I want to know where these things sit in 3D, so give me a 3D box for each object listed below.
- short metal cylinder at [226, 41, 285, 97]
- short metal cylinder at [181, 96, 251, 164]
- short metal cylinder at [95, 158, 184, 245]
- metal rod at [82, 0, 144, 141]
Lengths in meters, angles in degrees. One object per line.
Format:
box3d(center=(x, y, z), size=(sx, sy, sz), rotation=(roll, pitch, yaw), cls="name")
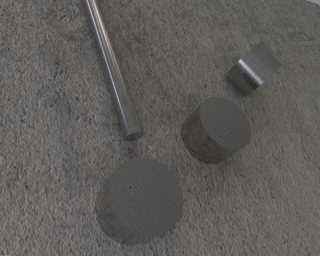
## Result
box3d(center=(0.156, -0.097, 0.512), size=(0.050, 0.080, 0.080), rotation=(48, 51, 5), cls="short metal cylinder")
box3d(center=(0.077, 0.004, 0.427), size=(0.081, 0.050, 0.080), rotation=(14, 56, -21), cls="short metal cylinder")
box3d(center=(-0.022, 0.078, 0.328), size=(0.081, 0.050, 0.080), rotation=(14, 56, -21), cls="short metal cylinder")
box3d(center=(-0.078, -0.120, 0.434), size=(0.025, 0.025, 0.299), rotation=(-6, 65, -31), cls="metal rod")
